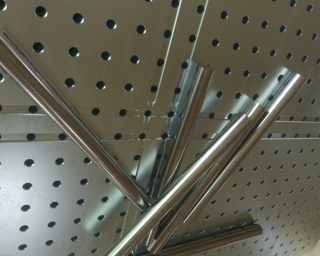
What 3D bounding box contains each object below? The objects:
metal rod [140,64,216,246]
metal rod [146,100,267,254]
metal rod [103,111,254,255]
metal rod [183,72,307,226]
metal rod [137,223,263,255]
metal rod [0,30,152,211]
[{"bbox_3d":[0.017,0.053,0.452,0.025,0.025,0.298,3,117,-30],"label":"metal rod"},{"bbox_3d":[0.069,0.085,0.500,0.025,0.025,0.299,25,105,-37],"label":"metal rod"},{"bbox_3d":[0.020,0.094,0.445,0.300,0.025,0.025,-47,129,4],"label":"metal rod"},{"bbox_3d":[0.130,0.041,0.506,0.025,0.025,0.299,28,103,-37],"label":"metal rod"},{"bbox_3d":[0.073,0.225,0.589,0.302,0.025,0.025,-4,121,-26],"label":"metal rod"},{"bbox_3d":[-0.087,0.017,0.373,0.025,0.025,0.300,-36,129,-4],"label":"metal rod"}]
